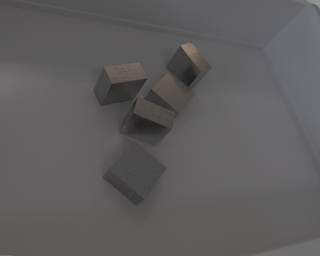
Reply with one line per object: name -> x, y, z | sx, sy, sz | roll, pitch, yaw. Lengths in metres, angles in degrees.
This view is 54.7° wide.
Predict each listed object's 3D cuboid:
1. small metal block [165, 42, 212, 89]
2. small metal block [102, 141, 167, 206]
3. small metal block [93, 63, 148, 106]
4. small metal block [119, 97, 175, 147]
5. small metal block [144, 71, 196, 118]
small metal block -> 0.042, -0.092, 0.468 | 0.025, 0.050, 0.050 | -28, 77, -37
small metal block -> -0.029, 0.052, 0.359 | 0.050, 0.025, 0.050 | 41, 51, -1
small metal block -> -0.051, -0.056, 0.396 | 0.050, 0.050, 0.025 | -15, 70, -34
small metal block -> -0.016, -0.006, 0.384 | 0.050, 0.050, 0.025 | 23, 54, -15
small metal block -> 0.015, -0.045, 0.441 | 0.050, 0.025, 0.050 | 41, 51, 0
